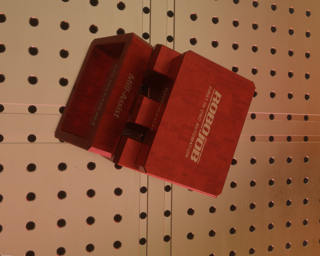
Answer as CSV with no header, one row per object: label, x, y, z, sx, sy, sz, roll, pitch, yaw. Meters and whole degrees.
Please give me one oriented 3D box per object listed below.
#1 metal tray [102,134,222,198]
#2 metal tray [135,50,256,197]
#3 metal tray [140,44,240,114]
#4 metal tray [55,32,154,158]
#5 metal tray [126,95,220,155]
metal tray,0.000,0.044,0.377,0.131,0.090,0.030,22,83,-19
metal tray,0.039,-0.004,0.327,0.090,0.030,0.130,22,83,-19
metal tray,0.036,-0.055,0.390,0.131,0.090,0.030,22,84,-18
metal tray,-0.066,-0.039,0.351,0.030,0.090,0.130,26,81,-40
metal tray,0.016,0.001,0.382,0.131,0.090,0.030,21,82,-20
